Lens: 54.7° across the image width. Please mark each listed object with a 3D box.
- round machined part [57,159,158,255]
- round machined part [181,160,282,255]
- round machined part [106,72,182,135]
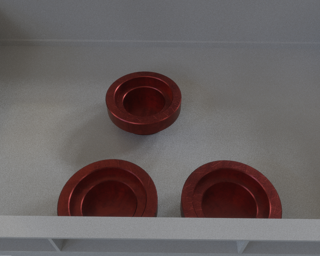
[{"bbox_3d":[-0.051,0.084,0.323,0.099,0.042,0.098,0,50,0],"label":"round machined part"},{"bbox_3d":[0.070,0.085,0.322,0.099,0.042,0.098,0,49,0],"label":"round machined part"},{"bbox_3d":[-0.021,-0.029,0.418,0.099,0.042,0.098,0,50,0],"label":"round machined part"}]
